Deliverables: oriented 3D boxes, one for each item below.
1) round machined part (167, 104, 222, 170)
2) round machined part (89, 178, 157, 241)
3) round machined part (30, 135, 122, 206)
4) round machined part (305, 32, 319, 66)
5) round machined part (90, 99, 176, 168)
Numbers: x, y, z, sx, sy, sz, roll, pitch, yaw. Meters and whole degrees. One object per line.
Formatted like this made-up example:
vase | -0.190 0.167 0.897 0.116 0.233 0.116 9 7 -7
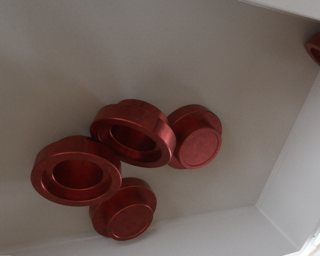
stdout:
round machined part | 0.047 0.019 0.437 0.099 0.042 0.097 -14 125 -21
round machined part | -0.049 0.124 0.449 0.099 0.042 0.097 -14 124 -21
round machined part | -0.095 0.046 0.362 0.099 0.042 0.097 -4 133 -4
round machined part | 0.259 -0.103 0.439 0.098 0.098 0.042 31 109 -38
round machined part | -0.028 0.003 0.363 0.098 0.098 0.042 53 45 -40
